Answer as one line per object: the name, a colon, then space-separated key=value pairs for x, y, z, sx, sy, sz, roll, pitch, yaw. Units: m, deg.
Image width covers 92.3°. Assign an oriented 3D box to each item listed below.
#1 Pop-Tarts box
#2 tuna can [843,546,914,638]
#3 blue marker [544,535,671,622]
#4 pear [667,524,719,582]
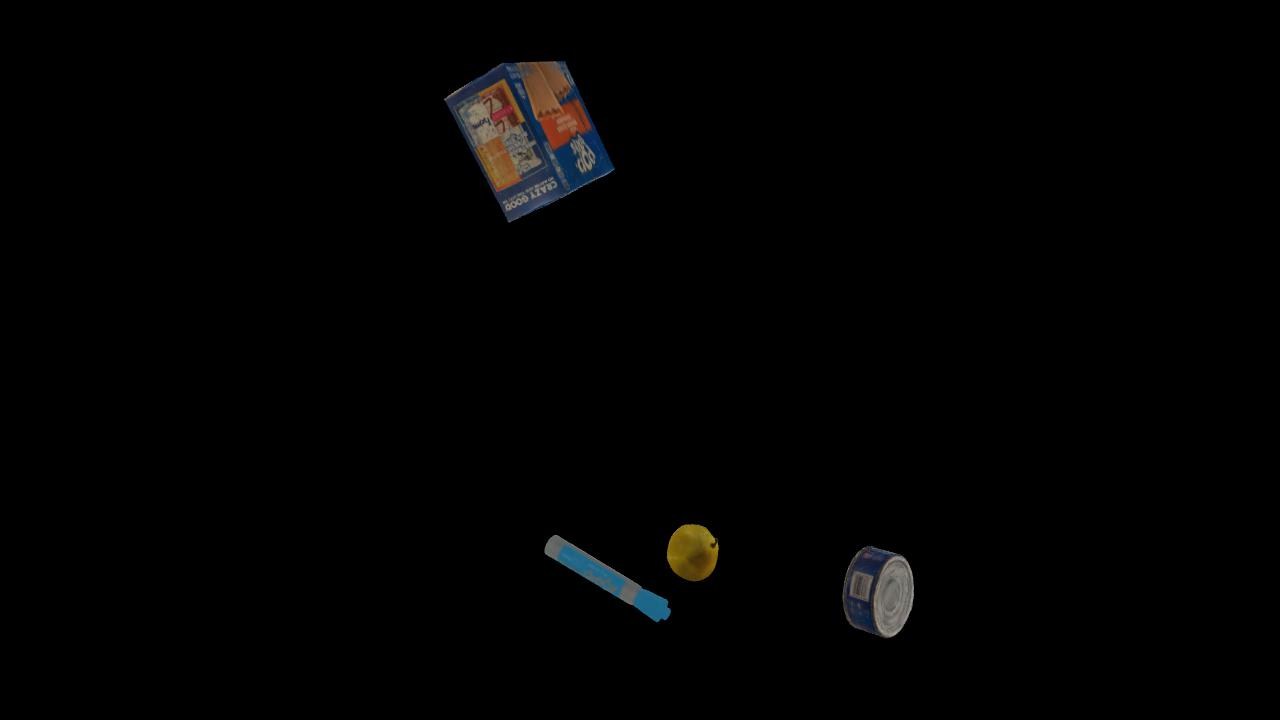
Pop-Tarts box: x=-0.116 y=-0.255 z=0.705 sx=0.083 sy=0.141 sz=0.167 roll=-18 pitch=19 yaw=25
tuna can: x=0.244 y=0.235 z=0.626 sx=0.084 sy=0.084 sz=0.034 roll=0 pitch=0 yaw=-40
blue marker: x=-0.028 y=0.182 z=0.515 sx=0.121 sy=0.020 sz=0.020 roll=22 pitch=10 yaw=26
pear: x=0.087 y=0.275 z=0.879 sx=0.080 sy=0.080 sz=0.111 roll=0 pitch=-13 yaw=-23
